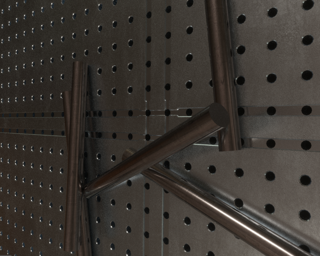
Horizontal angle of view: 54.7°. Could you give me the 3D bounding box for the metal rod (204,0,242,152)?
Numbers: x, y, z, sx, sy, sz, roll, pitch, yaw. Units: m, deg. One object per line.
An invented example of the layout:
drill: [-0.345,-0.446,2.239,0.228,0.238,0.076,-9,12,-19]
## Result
metal rod: [0.066,-0.123,0.353,0.025,0.025,0.298,-8,85,39]

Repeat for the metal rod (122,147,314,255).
metal rod: [0.063,0.094,0.355,0.300,0.025,0.025,27,107,36]

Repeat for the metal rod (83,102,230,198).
metal rod: [-0.030,0.045,0.391,0.299,0.025,0.025,-34,69,47]

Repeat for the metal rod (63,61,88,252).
metal rod: [-0.135,0.041,0.499,0.025,0.025,0.298,-4,82,39]

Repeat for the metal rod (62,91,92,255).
metal rod: [-0.139,0.086,0.520,0.025,0.025,0.298,-11,83,39]
